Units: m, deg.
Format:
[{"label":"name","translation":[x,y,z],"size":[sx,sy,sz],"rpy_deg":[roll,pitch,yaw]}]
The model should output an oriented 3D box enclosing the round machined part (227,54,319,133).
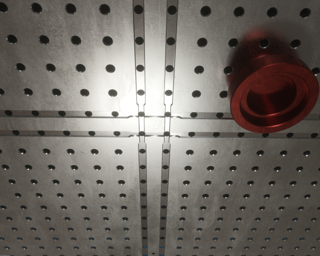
[{"label":"round machined part","translation":[0.129,-0.044,0.366],"size":[0.099,0.042,0.097],"rpy_deg":[-1,130,0]}]
